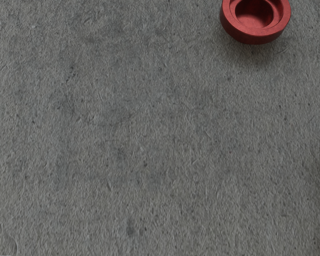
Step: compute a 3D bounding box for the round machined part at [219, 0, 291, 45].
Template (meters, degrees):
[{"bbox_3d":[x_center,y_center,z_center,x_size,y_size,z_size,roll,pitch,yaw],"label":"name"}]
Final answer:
[{"bbox_3d":[0.137,-0.164,0.460,0.099,0.042,0.098,0,70,0],"label":"round machined part"}]
